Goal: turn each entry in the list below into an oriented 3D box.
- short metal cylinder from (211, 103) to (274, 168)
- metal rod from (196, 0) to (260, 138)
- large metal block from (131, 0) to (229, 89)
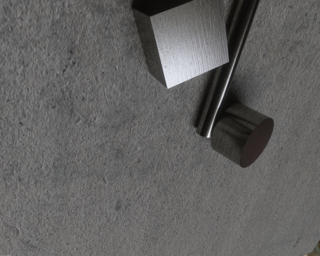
[{"bbox_3d":[0.119,0.010,0.447,0.081,0.050,0.079,-30,137,-32],"label":"short metal cylinder"},{"bbox_3d":[0.099,-0.123,0.384,0.025,0.025,0.298,0,118,-29],"label":"metal rod"},{"bbox_3d":[0.024,-0.102,0.341,0.080,0.050,0.080,-25,128,-13],"label":"large metal block"}]
